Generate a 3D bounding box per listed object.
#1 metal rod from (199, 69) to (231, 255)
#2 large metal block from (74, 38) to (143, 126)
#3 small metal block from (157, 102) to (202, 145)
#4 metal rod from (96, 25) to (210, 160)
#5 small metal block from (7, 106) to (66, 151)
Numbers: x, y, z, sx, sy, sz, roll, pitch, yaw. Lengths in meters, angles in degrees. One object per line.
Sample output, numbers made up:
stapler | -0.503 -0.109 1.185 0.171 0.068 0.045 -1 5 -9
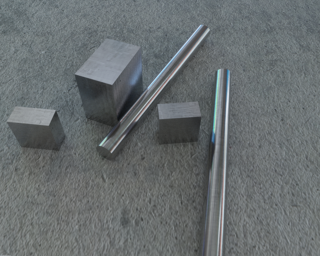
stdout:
metal rod | 0.071 0.032 0.376 0.025 0.025 0.300 8 50 6
large metal block | -0.063 -0.060 0.417 0.050 0.080 0.080 17 52 14
small metal block | 0.023 -0.006 0.392 0.050 0.050 0.025 -4 50 -4
metal rod | 0.005 -0.070 0.462 0.025 0.025 0.301 23 53 18
small metal block | -0.151 0.001 0.384 0.050 0.050 0.025 5 50 4
